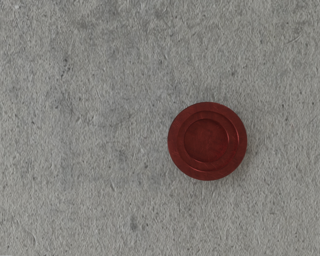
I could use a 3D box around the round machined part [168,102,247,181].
[{"bbox_3d":[0.059,0.016,0.402,0.099,0.042,0.097,0,90,0],"label":"round machined part"}]
